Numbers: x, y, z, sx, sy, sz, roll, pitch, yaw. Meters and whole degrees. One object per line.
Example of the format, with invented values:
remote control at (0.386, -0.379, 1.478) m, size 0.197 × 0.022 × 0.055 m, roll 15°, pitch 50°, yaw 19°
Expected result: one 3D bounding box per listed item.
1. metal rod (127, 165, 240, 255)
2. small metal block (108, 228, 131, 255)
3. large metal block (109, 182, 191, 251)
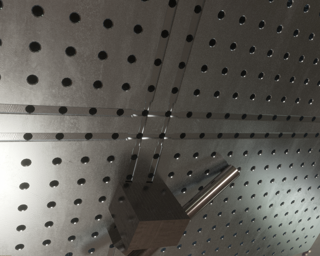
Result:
metal rod at (0.013, 0.163, 0.493) m, size 0.301 × 0.025 × 0.025 m, roll -38°, pitch 130°, yaw -14°
small metal block at (-0.045, 0.174, 0.496) m, size 0.050 × 0.025 × 0.050 m, roll -35°, pitch 129°, yaw -6°
large metal block at (-0.017, 0.123, 0.444) m, size 0.081 × 0.080 × 0.050 m, roll 8°, pitch 114°, yaw -32°
